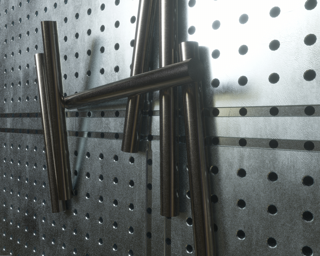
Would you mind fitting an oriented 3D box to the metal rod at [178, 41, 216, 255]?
[{"bbox_3d":[0.046,0.046,0.372,0.025,0.025,0.299,-7,85,40],"label":"metal rod"}]

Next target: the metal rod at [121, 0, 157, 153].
[{"bbox_3d":[-0.024,-0.114,0.430,0.025,0.025,0.298,13,98,39],"label":"metal rod"}]

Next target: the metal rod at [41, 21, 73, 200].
[{"bbox_3d":[-0.172,-0.023,0.523,0.025,0.025,0.298,7,103,40],"label":"metal rod"}]

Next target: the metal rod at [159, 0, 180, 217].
[{"bbox_3d":[0.012,-0.038,0.400,0.025,0.025,0.298,-1,90,40],"label":"metal rod"}]

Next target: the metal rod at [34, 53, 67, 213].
[{"bbox_3d":[-0.206,0.005,0.581,0.025,0.025,0.299,-16,80,39],"label":"metal rod"}]

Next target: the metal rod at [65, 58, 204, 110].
[{"bbox_3d":[-0.061,-0.052,0.429,0.299,0.025,0.025,-4,87,49],"label":"metal rod"}]
